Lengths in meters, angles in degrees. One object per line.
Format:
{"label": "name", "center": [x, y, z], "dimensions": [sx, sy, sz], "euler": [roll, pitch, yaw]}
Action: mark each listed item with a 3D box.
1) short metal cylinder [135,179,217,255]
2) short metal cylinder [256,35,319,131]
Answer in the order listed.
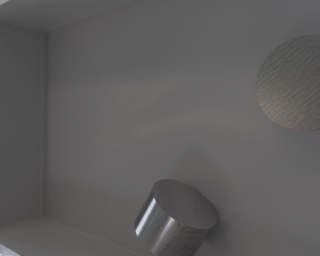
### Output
{"label": "short metal cylinder", "center": [0.018, 0.104, 0.356], "dimensions": [0.080, 0.081, 0.050], "euler": [40, 115, 32]}
{"label": "short metal cylinder", "center": [0.135, -0.038, 0.279], "dimensions": [0.080, 0.050, 0.080], "euler": [0, 90, 40]}
